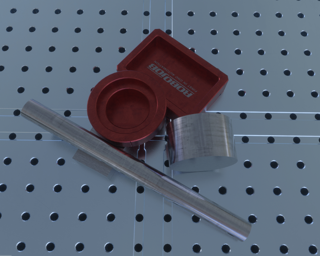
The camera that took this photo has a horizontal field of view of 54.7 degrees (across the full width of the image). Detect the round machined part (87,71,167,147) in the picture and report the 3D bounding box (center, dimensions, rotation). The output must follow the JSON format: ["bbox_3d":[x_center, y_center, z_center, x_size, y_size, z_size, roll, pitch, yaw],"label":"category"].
[{"bbox_3d":[-0.041,-0.022,0.402,0.099,0.042,0.098,0,70,1],"label":"round machined part"}]

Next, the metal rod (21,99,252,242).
[{"bbox_3d":[-0.029,0.050,0.371,0.301,0.025,0.025,30,72,1],"label":"metal rod"}]

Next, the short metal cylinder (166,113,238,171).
[{"bbox_3d":[0.049,0.020,0.374,0.081,0.080,0.050,-4,70,-2],"label":"short metal cylinder"}]

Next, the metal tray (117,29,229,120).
[{"bbox_3d":[0.017,-0.070,0.434,0.130,0.030,0.090,38,74,12],"label":"metal tray"}]

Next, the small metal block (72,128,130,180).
[{"bbox_3d":[-0.075,0.032,0.399,0.050,0.025,0.050,27,72,9],"label":"small metal block"}]
